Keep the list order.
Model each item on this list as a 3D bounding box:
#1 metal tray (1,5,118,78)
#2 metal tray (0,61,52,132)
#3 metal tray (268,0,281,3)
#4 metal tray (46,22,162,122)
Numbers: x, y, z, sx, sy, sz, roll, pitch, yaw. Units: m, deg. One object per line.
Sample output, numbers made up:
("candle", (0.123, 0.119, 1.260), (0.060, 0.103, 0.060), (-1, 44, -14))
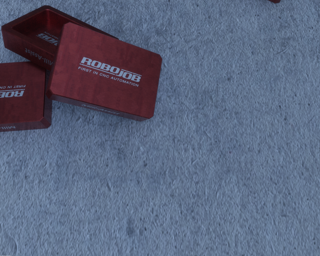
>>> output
("metal tray", (-0.134, -0.118, 0.428), (0.130, 0.030, 0.090), (27, 48, 9))
("metal tray", (-0.216, -0.041, 0.419), (0.131, 0.030, 0.090), (-4, 70, -2))
("metal tray", (0.182, -0.275, 0.507), (0.090, 0.030, 0.130), (29, 72, 10))
("metal tray", (-0.066, -0.066, 0.391), (0.131, 0.030, 0.090), (14, 77, -26))
